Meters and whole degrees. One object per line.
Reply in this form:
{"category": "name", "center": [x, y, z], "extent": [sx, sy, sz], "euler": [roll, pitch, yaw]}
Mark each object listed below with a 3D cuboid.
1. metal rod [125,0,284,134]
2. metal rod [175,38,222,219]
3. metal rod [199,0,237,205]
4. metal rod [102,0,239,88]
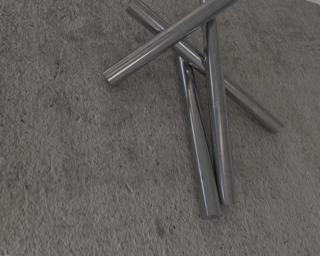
{"category": "metal rod", "center": [0.076, -0.087, 0.470], "extent": [0.301, 0.025, 0.025], "euler": [36, 51, -15]}
{"category": "metal rod", "center": [0.047, -0.024, 0.443], "extent": [0.025, 0.025, 0.299], "euler": [8, 58, -24]}
{"category": "metal rod", "center": [0.078, -0.048, 0.429], "extent": [0.025, 0.025, 0.299], "euler": [5, 74, -26]}
{"category": "metal rod", "center": [0.050, -0.151, 0.430], "extent": [0.301, 0.025, 0.025], "euler": [-37, 82, -8]}
